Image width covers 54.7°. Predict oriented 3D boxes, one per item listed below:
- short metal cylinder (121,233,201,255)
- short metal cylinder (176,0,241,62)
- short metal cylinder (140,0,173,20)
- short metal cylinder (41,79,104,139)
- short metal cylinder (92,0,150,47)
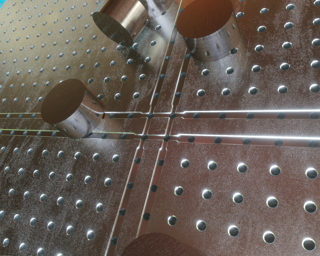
[{"bbox_3d":[0.003,0.148,0.300,0.080,0.050,0.080,-13,56,21],"label":"short metal cylinder"},{"bbox_3d":[0.070,-0.141,0.442,0.080,0.050,0.080,-13,56,21],"label":"short metal cylinder"},{"bbox_3d":[-0.022,-0.239,0.550,0.080,0.050,0.080,-13,56,21],"label":"short metal cylinder"},{"bbox_3d":[-0.135,-0.029,0.481,0.080,0.050,0.080,-13,56,21],"label":"short metal cylinder"},{"bbox_3d":[-0.065,-0.183,0.519,0.080,0.080,0.050,23,75,36],"label":"short metal cylinder"}]
